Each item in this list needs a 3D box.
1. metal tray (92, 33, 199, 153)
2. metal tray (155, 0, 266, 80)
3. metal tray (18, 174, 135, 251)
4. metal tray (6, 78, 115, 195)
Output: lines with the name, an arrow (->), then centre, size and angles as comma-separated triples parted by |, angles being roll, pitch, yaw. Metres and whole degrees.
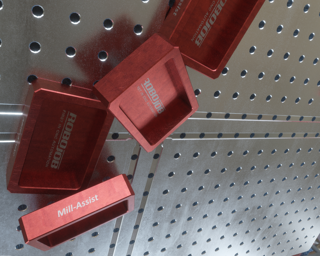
metal tray -> -0.008, -0.032, 0.351 | 0.090, 0.030, 0.130 | -42, 151, -5
metal tray -> 0.062, -0.132, 0.361 | 0.091, 0.030, 0.129 | 19, 108, -36
metal tray -> -0.098, 0.110, 0.396 | 0.131, 0.030, 0.090 | -22, 157, -16
metal tray -> -0.114, 0.016, 0.356 | 0.091, 0.030, 0.129 | 11, 113, -33
